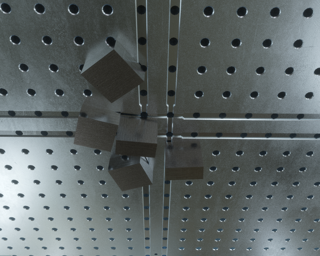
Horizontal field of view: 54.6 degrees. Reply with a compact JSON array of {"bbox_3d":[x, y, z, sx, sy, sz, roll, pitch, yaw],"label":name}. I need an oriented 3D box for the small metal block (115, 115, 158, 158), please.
[{"bbox_3d":[-0.030,0.010,0.403,0.050,0.050,0.025,5,130,-5],"label":"small metal block"}]

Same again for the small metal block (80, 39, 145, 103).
[{"bbox_3d":[-0.053,-0.064,0.357,0.050,0.025,0.050,-30,124,23],"label":"small metal block"}]

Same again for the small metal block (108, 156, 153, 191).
[{"bbox_3d":[-0.043,0.066,0.467,0.050,0.025,0.050,-16,129,13],"label":"small metal block"}]

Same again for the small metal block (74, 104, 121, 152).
[{"bbox_3d":[-0.084,0.001,0.412,0.050,0.025,0.050,13,129,-11],"label":"small metal block"}]

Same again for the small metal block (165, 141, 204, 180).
[{"bbox_3d":[0.033,0.045,0.433,0.050,0.050,0.025,-3,130,2],"label":"small metal block"}]
